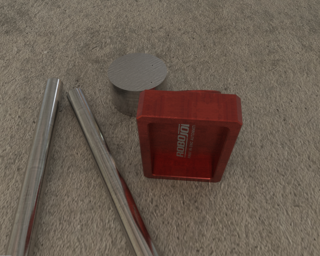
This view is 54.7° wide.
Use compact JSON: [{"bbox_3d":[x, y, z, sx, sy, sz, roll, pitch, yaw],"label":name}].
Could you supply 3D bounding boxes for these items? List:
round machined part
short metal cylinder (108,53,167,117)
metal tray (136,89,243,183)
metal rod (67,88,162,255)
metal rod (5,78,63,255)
[{"bbox_3d":[0.040,-0.022,0.373,0.099,0.098,0.042,-1,91,-1],"label":"round machined part"},{"bbox_3d":[-0.031,-0.062,0.439,0.081,0.050,0.080,0,50,0],"label":"short metal cylinder"},{"bbox_3d":[0.026,0.015,0.321,0.091,0.129,0.030,3,57,3],"label":"metal tray"},{"bbox_3d":[-0.055,0.057,0.355,0.025,0.025,0.300,-20,53,-16],"label":"metal rod"},{"bbox_3d":[-0.143,0.050,0.359,0.025,0.025,0.300,-3,50,-3],"label":"metal rod"}]
